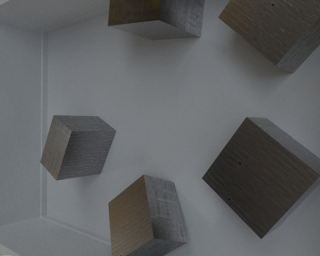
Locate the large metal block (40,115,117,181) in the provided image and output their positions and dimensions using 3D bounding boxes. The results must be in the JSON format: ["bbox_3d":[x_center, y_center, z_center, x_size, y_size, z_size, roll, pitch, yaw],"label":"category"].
[{"bbox_3d":[-0.125,0.028,0.474,0.050,0.081,0.079,34,111,34],"label":"large metal block"}]

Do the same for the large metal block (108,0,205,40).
[{"bbox_3d":[-0.004,-0.142,0.374,0.080,0.081,0.050,10,96,39],"label":"large metal block"}]

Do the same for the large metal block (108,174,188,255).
[{"bbox_3d":[-0.019,0.117,0.389,0.080,0.050,0.080,-42,43,32],"label":"large metal block"}]

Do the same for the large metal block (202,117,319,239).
[{"bbox_3d":[0.103,0.045,0.306,0.080,0.050,0.080,45,117,30],"label":"large metal block"}]

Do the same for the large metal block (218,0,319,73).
[{"bbox_3d":[0.118,-0.111,0.293,0.080,0.050,0.080,52,120,27],"label":"large metal block"}]
